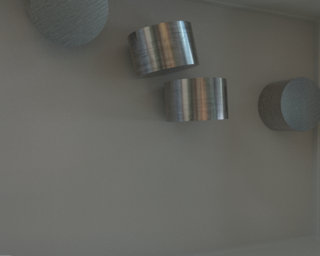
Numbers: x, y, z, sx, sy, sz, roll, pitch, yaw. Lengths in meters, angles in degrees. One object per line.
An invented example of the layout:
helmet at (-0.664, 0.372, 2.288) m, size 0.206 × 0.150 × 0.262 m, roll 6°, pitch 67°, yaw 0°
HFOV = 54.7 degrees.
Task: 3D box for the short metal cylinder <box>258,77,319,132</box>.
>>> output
short metal cylinder at (0.199, -0.035, 0.473) m, size 0.081 × 0.050 × 0.079 m, roll 0°, pitch 90°, yaw -21°

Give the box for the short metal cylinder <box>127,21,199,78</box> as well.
short metal cylinder at (0.004, -0.095, 0.384) m, size 0.081 × 0.080 × 0.050 m, roll -14°, pitch 95°, yaw -20°

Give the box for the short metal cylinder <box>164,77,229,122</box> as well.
short metal cylinder at (0.047, -0.035, 0.400) m, size 0.081 × 0.080 × 0.050 m, roll -4°, pitch 92°, yaw -20°

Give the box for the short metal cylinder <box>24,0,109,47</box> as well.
short metal cylinder at (-0.103, -0.137, 0.339) m, size 0.081 × 0.050 × 0.079 m, roll -19°, pitch 135°, yaw -20°
